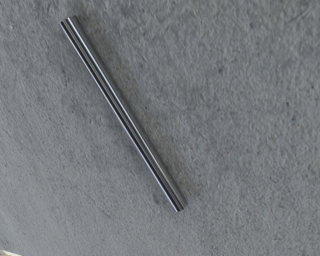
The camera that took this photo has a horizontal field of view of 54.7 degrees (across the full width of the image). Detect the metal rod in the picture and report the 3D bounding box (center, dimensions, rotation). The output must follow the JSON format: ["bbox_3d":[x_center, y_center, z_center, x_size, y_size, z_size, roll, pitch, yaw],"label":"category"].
[{"bbox_3d":[-0.042,-0.008,0.422,0.025,0.025,0.299,-19,109,35],"label":"metal rod"}]
